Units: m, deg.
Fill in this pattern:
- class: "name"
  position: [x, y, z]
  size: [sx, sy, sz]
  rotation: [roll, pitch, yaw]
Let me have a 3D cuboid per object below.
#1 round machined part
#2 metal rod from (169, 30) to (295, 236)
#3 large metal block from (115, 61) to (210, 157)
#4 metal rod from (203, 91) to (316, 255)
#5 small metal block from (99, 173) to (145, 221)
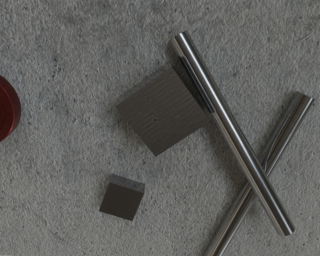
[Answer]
- class: "round machined part"
  position: [-0.223, -0.029, 0.387]
  size: [0.099, 0.042, 0.097]
  rotation: [0, 110, -1]
- class: "metal rod"
  position: [0.097, 0.015, 0.398]
  size: [0.025, 0.025, 0.299]
  rotation: [-29, 101, 10]
- class: "large metal block"
  position: [0.004, -0.025, 0.387]
  size: [0.080, 0.050, 0.080]
  rotation: [-34, 107, 11]
- class: "metal rod"
  position: [0.131, 0.088, 0.443]
  size: [0.025, 0.025, 0.298]
  rotation: [21, 109, -8]
- class: "small metal block"
  position: [-0.054, 0.100, 0.446]
  size: [0.050, 0.025, 0.050]
  rotation: [20, 109, -8]
